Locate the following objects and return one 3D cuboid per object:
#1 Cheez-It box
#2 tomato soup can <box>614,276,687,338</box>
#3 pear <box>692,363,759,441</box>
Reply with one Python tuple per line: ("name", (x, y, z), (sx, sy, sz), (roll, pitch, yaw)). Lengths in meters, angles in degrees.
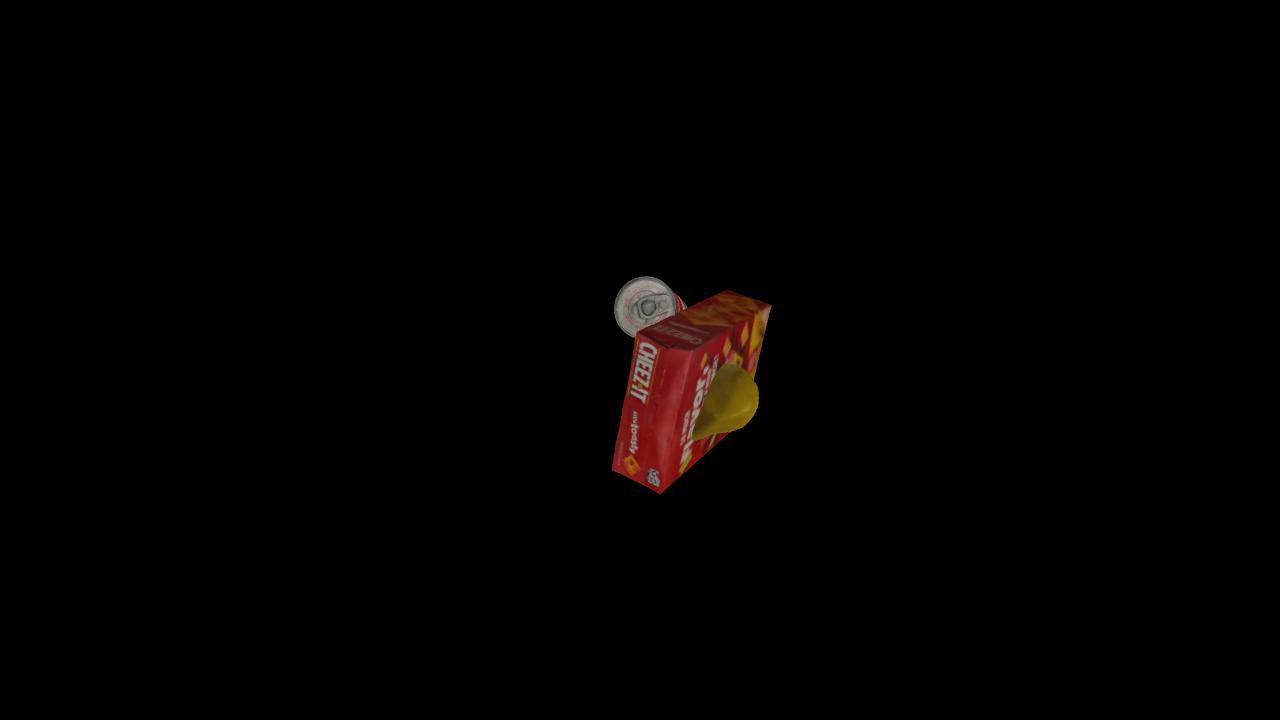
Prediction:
("Cheez-It box", (0.064, 0.026, 0.690), (0.071, 0.166, 0.223), (21, 26, 25))
("tomato soup can", (0.016, -0.051, 0.693), (0.068, 0.068, 0.101), (0, -4, 13))
("pear", (0.070, 0.052, 0.649), (0.111, 0.080, 0.080), (-33, 12, -19))
